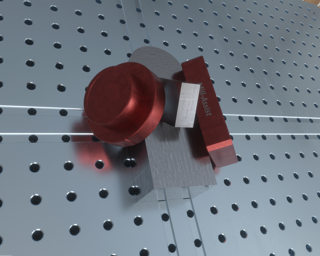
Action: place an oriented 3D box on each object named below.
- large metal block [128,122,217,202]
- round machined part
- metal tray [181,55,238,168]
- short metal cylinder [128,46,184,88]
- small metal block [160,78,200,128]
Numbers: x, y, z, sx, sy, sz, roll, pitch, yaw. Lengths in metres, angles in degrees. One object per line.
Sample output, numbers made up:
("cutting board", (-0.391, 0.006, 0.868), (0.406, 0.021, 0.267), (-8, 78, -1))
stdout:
("large metal block", (0.012, 0.040, 0.373), (0.081, 0.050, 0.080), (2, 61, -27))
("round machined part", (-0.047, -0.031, 0.350), (0.042, 0.098, 0.098), (29, 43, -55))
("metal tray", (0.067, -0.020, 0.416), (0.030, 0.090, 0.130), (-19, 64, 11))
("short metal cylinder", (-0.012, -0.064, 0.423), (0.081, 0.050, 0.080), (14, 56, -21))
("small metal block", (0.019, -0.031, 0.366), (0.025, 0.050, 0.050), (2, 103, -31))
